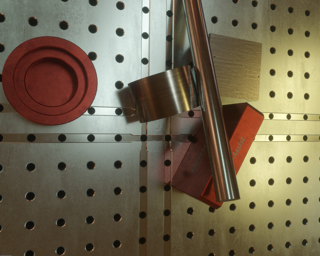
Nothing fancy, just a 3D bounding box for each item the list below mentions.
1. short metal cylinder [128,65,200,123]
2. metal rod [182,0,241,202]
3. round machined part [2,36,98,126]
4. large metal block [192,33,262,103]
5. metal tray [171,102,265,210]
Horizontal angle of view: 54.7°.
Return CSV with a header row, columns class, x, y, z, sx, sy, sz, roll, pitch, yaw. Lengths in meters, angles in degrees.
class,x,y,z,sx,sy,sz,roll,pitch,yaw
short metal cylinder,0.006,-0.042,0.385,0.081,0.080,0.050,-19,97,-19
metal rod,0.056,-0.063,0.377,0.025,0.025,0.299,1,69,-20
round machined part,-0.125,-0.052,0.357,0.099,0.042,0.097,0,90,-20
large metal block,0.091,-0.079,0.433,0.081,0.050,0.080,4,89,-20
metal tray,0.072,0.031,0.404,0.030,0.090,0.130,32,80,-17
